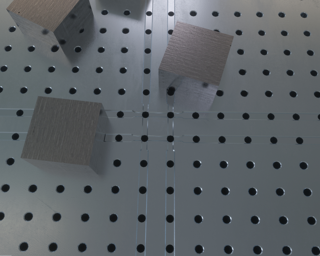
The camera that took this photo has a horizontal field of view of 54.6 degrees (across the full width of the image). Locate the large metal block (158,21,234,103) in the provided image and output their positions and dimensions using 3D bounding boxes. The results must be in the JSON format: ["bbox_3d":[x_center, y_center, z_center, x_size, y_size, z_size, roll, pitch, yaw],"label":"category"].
[{"bbox_3d":[0.049,-0.092,0.432,0.080,0.050,0.080,17,71,6],"label":"large metal block"}]

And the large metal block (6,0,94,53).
[{"bbox_3d":[-0.160,-0.172,0.461,0.080,0.050,0.080,28,72,9],"label":"large metal block"}]

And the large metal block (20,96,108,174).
[{"bbox_3d":[-0.117,0.010,0.394,0.080,0.050,0.080,6,70,2],"label":"large metal block"}]
